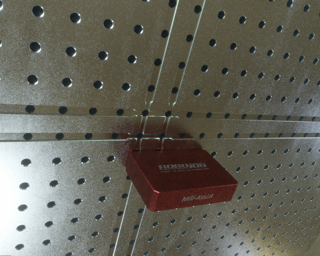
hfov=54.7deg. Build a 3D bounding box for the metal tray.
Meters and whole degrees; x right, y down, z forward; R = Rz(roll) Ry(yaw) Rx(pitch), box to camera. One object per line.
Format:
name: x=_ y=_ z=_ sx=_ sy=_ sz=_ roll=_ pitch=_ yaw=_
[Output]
metal tray: x=0.029 y=0.067 z=0.428 sx=0.131 sy=0.090 sz=0.030 roll=1 pitch=118 yaw=-29
